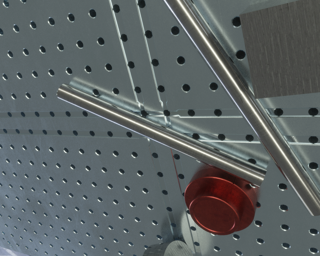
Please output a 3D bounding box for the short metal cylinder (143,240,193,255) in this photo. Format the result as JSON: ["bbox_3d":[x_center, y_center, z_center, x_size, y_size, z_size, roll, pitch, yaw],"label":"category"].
[{"bbox_3d":[0.014,0.231,0.511,0.050,0.080,0.080,-26,104,37],"label":"short metal cylinder"}]

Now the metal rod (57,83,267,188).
[{"bbox_3d":[-0.008,0.004,0.417,0.301,0.025,0.025,23,127,14],"label":"metal rod"}]

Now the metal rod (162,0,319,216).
[{"bbox_3d":[0.101,-0.022,0.344,0.025,0.025,0.300,-29,103,37],"label":"metal rod"}]

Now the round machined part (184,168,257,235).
[{"bbox_3d":[0.079,0.107,0.425,0.098,0.042,0.097,13,124,21],"label":"round machined part"}]

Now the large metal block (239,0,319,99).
[{"bbox_3d":[0.125,-0.077,0.281,0.080,0.050,0.080,-4,117,30],"label":"large metal block"}]
